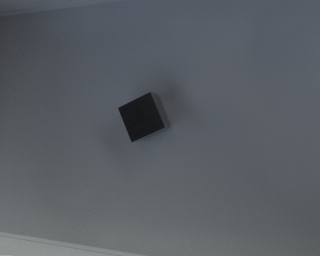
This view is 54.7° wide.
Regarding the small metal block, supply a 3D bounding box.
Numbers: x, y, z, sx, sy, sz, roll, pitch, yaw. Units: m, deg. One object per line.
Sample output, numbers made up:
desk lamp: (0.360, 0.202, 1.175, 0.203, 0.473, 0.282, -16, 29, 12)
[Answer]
small metal block: (-0.021, -0.014, 0.413, 0.050, 0.025, 0.050, -24, 82, 18)
